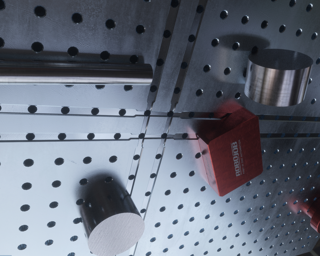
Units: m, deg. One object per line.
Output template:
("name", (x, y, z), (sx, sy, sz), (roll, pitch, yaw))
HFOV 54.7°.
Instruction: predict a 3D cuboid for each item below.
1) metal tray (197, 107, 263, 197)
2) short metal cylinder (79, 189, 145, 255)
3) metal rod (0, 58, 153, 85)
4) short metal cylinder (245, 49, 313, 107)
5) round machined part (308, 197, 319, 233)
("metal tray", (0.116, 0.042, 0.497), (0.090, 0.030, 0.129), (-27, 128, -11))
("short metal cylinder", (-0.068, 0.134, 0.441), (0.081, 0.050, 0.079), (-14, 124, -21))
("metal rod", (-0.148, -0.054, 0.296), (0.303, 0.025, 0.025), (-4, 120, -27))
("short metal cylinder", (0.158, -0.070, 0.418), (0.081, 0.080, 0.050), (-15, 125, -20))
("round machined part", (0.397, 0.201, 0.741), (0.099, 0.042, 0.097), (-14, 124, -21))
